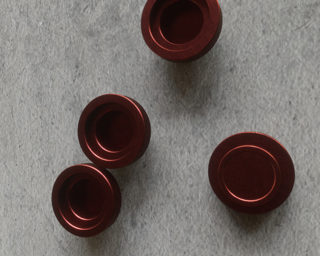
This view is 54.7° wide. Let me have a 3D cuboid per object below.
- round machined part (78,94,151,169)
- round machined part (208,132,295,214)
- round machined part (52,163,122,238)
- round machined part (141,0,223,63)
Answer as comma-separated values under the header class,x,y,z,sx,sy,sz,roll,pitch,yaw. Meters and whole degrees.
class,x,y,z,sx,sy,sz,roll,pitch,yaw
round machined part,-0.058,0.004,0.419,0.098,0.042,0.097,0,90,19
round machined part,0.105,0.053,0.363,0.098,0.042,0.097,0,90,19
round machined part,-0.098,0.097,0.433,0.098,0.042,0.097,0,90,19
round machined part,0.029,-0.130,0.389,0.098,0.042,0.097,0,90,19
